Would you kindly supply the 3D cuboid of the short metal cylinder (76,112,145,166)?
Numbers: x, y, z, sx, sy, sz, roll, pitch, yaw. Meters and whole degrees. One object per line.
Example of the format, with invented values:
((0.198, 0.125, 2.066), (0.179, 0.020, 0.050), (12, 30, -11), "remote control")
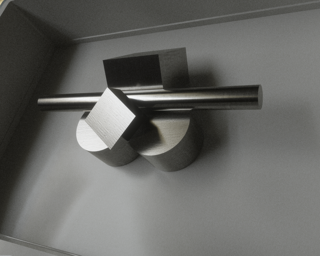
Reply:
((-0.064, 0.005, 0.417), (0.080, 0.050, 0.080), (-13, 56, 20), "short metal cylinder")

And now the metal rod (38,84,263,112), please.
((-0.033, -0.033, 0.376), (0.300, 0.025, 0.025), (1, 62, 28), "metal rod")

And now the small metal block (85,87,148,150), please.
((-0.051, -0.011, 0.358), (0.050, 0.025, 0.050), (45, 109, 20), "small metal block")

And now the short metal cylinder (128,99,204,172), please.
((0.007, 0.007, 0.379), (0.080, 0.050, 0.080), (-13, 56, 20), "short metal cylinder")

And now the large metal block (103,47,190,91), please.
((-0.015, -0.074, 0.414), (0.080, 0.050, 0.080), (1, 19, 28), "large metal block")
